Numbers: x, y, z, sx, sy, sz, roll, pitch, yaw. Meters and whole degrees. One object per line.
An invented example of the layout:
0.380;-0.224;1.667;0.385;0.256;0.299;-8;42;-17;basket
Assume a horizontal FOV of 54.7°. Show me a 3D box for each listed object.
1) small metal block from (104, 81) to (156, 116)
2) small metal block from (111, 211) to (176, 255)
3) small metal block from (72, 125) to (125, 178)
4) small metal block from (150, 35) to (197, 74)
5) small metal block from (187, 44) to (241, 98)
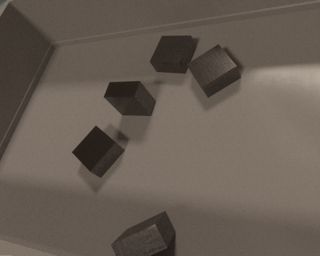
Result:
-0.041;-0.040;0.435;0.050;0.050;0.025;2;63;29;small metal block
-0.015;0.115;0.323;0.050;0.050;0.025;-28;84;10;small metal block
-0.085;0.032;0.429;0.050;0.025;0.050;35;81;38;small metal block
0.020;-0.110;0.461;0.050;0.025;0.050;10;66;32;small metal block
0.071;-0.076;0.414;0.050;0.025;0.050;-31;52;7;small metal block
